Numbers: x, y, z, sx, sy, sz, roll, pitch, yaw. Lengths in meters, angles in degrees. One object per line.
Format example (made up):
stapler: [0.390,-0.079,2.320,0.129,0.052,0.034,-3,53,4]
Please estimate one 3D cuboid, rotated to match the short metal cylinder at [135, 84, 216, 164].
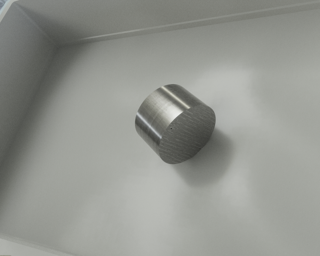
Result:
short metal cylinder: [0.018,-0.004,0.365,0.080,0.080,0.050,-44,51,-2]
